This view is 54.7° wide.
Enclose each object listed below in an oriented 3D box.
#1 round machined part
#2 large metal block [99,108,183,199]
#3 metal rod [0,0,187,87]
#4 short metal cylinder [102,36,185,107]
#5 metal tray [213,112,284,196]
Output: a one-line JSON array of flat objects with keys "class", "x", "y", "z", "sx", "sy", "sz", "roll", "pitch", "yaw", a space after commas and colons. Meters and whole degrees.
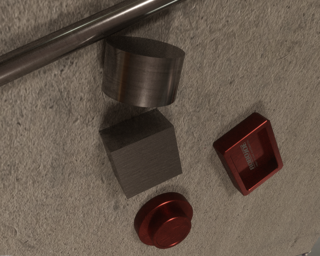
[{"class": "round machined part", "x": 0.011, "y": 0.155, "z": 0.500, "sx": 0.099, "sy": 0.042, "sz": 0.097, "roll": -14, "pitch": 125, "yaw": -21}, {"class": "large metal block", "x": -0.023, "y": 0.032, "z": 0.399, "sx": 0.081, "sy": 0.050, "sz": 0.080, "roll": -23, "pitch": 127, "yaw": -15}, {"class": "metal rod", "x": -0.058, "y": -0.103, "z": 0.311, "sx": 0.302, "sy": 0.025, "sz": 0.025, "roll": -29, "pitch": 129, "yaw": -11}, {"class": "short metal cylinder", "x": -0.018, "y": -0.061, "z": 0.325, "sx": 0.081, "sy": 0.080, "sz": 0.050, "roll": -4, "pitch": 120, "yaw": -27}, {"class": "metal tray", "x": 0.151, "y": 0.047, "z": 0.517, "sx": 0.090, "sy": 0.030, "sz": 0.130, "roll": -37, "pitch": 130, "yaw": -4}]
